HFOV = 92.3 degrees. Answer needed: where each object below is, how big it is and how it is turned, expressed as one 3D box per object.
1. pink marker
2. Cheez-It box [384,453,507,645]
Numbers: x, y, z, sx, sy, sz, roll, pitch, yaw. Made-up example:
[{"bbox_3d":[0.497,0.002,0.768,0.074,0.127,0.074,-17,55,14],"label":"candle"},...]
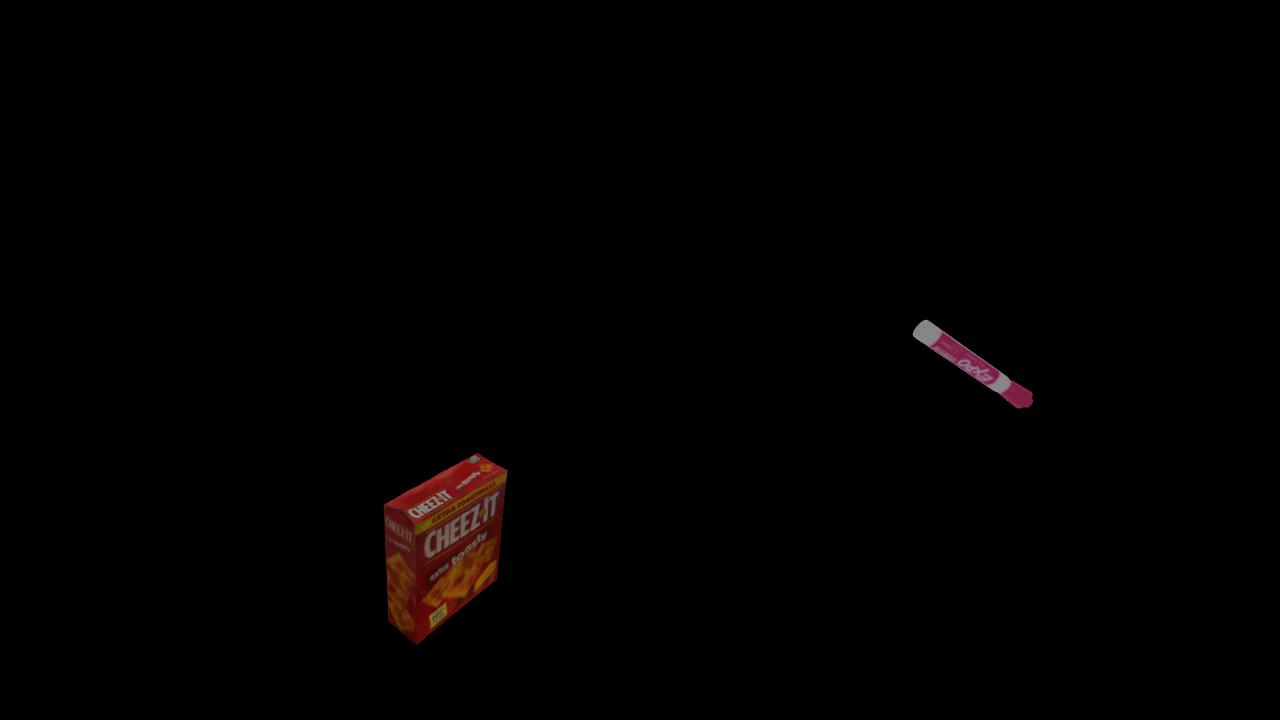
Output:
[{"bbox_3d":[0.296,0.005,0.543,0.121,0.020,0.020,34,-2,-3],"label":"pink marker"},{"bbox_3d":[-0.277,0.267,0.888,0.071,0.223,0.166,23,28,25],"label":"Cheez-It box"}]
